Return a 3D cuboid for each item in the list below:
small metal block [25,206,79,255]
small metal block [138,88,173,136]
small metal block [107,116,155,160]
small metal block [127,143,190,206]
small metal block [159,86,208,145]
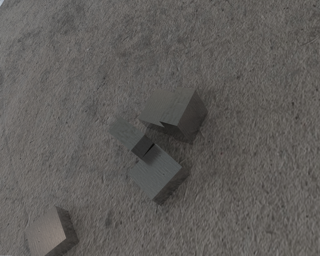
[{"bbox_3d":[-0.137,0.137,0.392,0.050,0.025,0.050,-39,51,2],"label":"small metal block"},{"bbox_3d":[0.007,-0.021,0.413,0.050,0.025,0.050,18,71,35],"label":"small metal block"},{"bbox_3d":[-0.031,0.017,0.394,0.050,0.050,0.025,34,81,38],"label":"small metal block"},{"bbox_3d":[-0.002,0.055,0.371,0.050,0.025,0.050,-47,51,-5],"label":"small metal block"},{"bbox_3d":[0.031,-0.015,0.381,0.025,0.050,0.050,16,70,34],"label":"small metal block"}]
